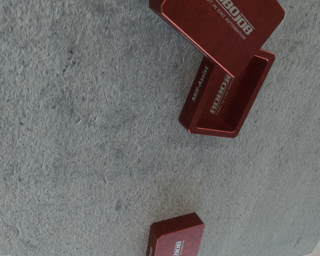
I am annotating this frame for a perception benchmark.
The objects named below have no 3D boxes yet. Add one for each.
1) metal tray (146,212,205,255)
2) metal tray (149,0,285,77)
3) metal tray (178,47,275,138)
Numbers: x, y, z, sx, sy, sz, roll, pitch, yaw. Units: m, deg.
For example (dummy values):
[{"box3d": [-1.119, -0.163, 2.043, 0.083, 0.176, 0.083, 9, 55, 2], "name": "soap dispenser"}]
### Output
[{"box3d": [0.024, 0.216, 0.550, 0.091, 0.030, 0.129, -7, 122, -25], "name": "metal tray"}, {"box3d": [0.064, -0.123, 0.322, 0.131, 0.030, 0.090, 29, 102, -38], "name": "metal tray"}, {"box3d": [0.089, -0.052, 0.419, 0.091, 0.030, 0.129, 7, 115, -32], "name": "metal tray"}]
